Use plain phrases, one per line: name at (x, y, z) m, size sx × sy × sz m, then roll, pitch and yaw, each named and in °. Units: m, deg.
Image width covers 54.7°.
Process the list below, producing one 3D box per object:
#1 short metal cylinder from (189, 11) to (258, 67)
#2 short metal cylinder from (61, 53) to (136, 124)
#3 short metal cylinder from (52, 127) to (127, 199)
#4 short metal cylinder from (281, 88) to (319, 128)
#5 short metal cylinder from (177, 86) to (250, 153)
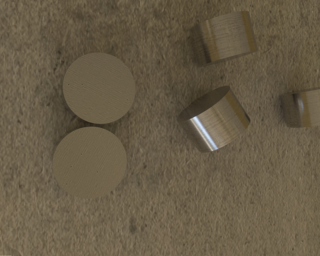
short metal cylinder at (0.084, -0.116, 0.412) m, size 0.081 × 0.080 × 0.050 m, roll -17°, pitch 96°, yaw -20°
short metal cylinder at (-0.075, -0.044, 0.369) m, size 0.081 × 0.050 × 0.079 m, roll 0°, pitch 90°, yaw -21°
short metal cylinder at (-0.085, 0.038, 0.365) m, size 0.081 × 0.050 × 0.079 m, roll 0°, pitch 90°, yaw -21°
short metal cylinder at (0.229, -0.033, 0.467) m, size 0.081 × 0.080 × 0.050 m, roll -13°, pitch 95°, yaw -20°
short metal cylinder at (0.070, -0.012, 0.407) m, size 0.080 × 0.080 × 0.050 m, roll -39°, pitch 103°, yaw -16°
